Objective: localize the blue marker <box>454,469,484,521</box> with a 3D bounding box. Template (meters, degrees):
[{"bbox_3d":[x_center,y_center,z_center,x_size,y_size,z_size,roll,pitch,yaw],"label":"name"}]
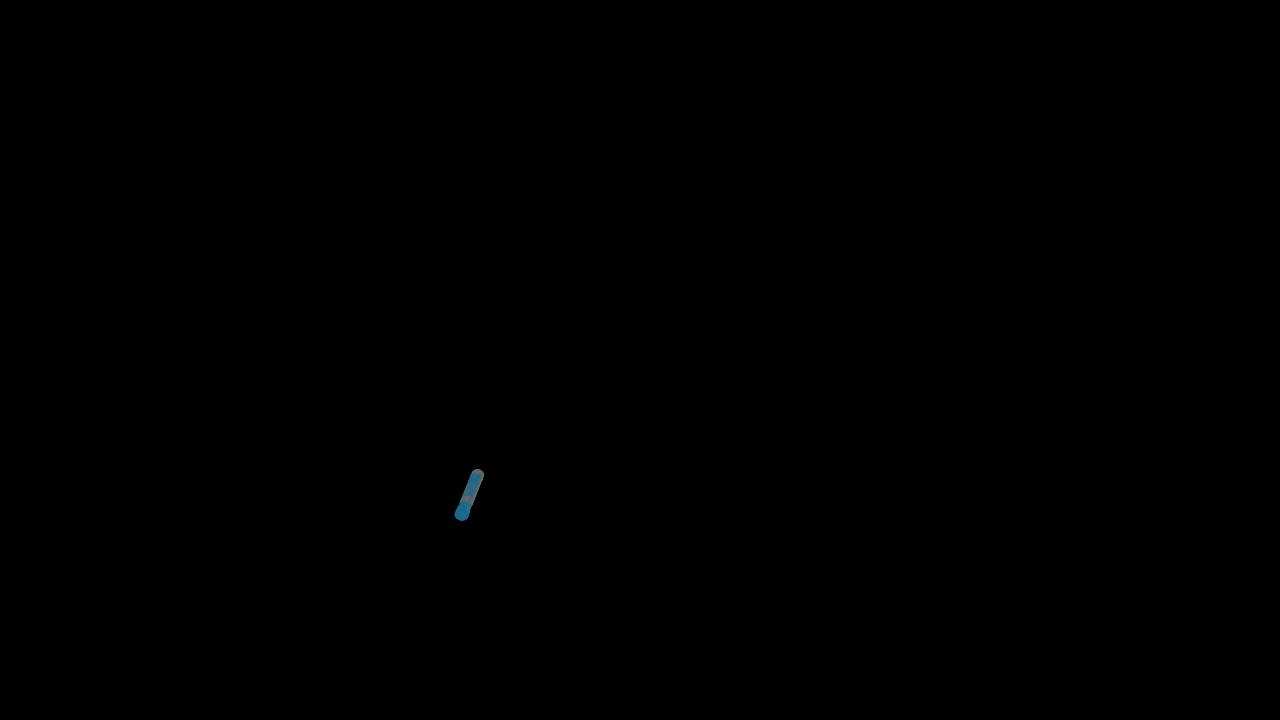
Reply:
[{"bbox_3d":[-0.236,0.186,0.854,0.020,0.020,0.121,0,16,-4],"label":"blue marker"}]
